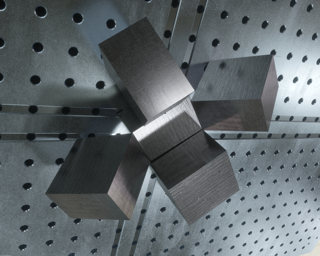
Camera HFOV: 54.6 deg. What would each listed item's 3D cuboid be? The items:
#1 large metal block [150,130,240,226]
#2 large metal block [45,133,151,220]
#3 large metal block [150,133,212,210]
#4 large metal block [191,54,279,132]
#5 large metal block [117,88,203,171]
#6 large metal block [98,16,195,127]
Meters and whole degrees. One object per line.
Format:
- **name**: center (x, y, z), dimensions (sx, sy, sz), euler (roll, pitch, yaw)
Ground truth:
- **large metal block**: center (0.046, 0.063, 0.392), dimensions (0.080, 0.050, 0.080), euler (-33, 130, -8)
- **large metal block**: center (-0.067, 0.055, 0.353), dimensions (0.080, 0.080, 0.050), euler (-6, 133, 25)
- **large metal block**: center (0.034, 0.057, 0.447), dimensions (0.080, 0.050, 0.080), euler (-33, 128, -8)
- **large metal block**: center (0.094, -0.042, 0.380), dimensions (0.080, 0.080, 0.050), euler (-63, 140, -36)
- **large metal block**: center (0.005, 0.000, 0.397), dimensions (0.080, 0.050, 0.080), euler (-33, 129, -7)
- **large metal block**: center (-0.015, -0.051, 0.315), dimensions (0.050, 0.080, 0.080), euler (-33, 90, -7)
